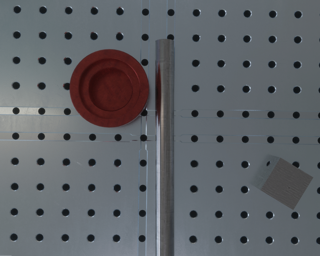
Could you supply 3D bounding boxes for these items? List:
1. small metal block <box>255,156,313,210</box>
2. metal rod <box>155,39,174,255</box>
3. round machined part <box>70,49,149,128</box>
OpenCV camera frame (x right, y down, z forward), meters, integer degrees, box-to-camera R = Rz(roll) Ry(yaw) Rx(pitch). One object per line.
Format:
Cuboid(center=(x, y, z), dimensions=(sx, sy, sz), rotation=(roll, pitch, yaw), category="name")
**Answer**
Cuboid(center=(0.165, 0.072, 0.415), dimensions=(0.050, 0.025, 0.050), rotation=(31, 90, 0), category="small metal block")
Cuboid(center=(0.006, 0.034, 0.413), dimensions=(0.025, 0.025, 0.298), rotation=(0, 90, 0), category="metal rod")
Cuboid(center=(-0.063, -0.049, 0.404), dimensions=(0.099, 0.042, 0.097), rotation=(0, 90, 0), category="round machined part")
